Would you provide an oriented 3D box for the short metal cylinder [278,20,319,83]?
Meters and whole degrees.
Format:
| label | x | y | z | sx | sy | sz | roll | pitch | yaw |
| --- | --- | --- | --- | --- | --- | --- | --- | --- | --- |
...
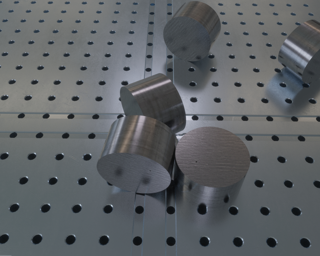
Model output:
| label | x | y | z | sx | sy | sz | roll | pitch | yaw |
| --- | --- | --- | --- | --- | --- | --- | --- | --- | --- |
| short metal cylinder | 0.229 | -0.115 | 0.470 | 0.081 | 0.080 | 0.050 | -23 | 54 | -19 |

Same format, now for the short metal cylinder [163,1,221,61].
| label | x | y | z | sx | sy | sz | roll | pitch | yaw |
| --- | --- | --- | --- | --- | --- | --- | --- | --- | --- |
| short metal cylinder | 0.052 | -0.156 | 0.503 | 0.080 | 0.080 | 0.050 | 20 | 53 | 15 |

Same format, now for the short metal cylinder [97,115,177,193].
| label | x | y | z | sx | sy | sz | roll | pitch | yaw |
| --- | --- | --- | --- | --- | --- | --- | --- | --- | --- |
| short metal cylinder | -0.024 | 0.031 | 0.346 | 0.080 | 0.080 | 0.050 | 8 | 51 | 6 |

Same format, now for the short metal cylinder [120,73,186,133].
| label | x | y | z | sx | sy | sz | roll | pitch | yaw |
| --- | --- | --- | --- | --- | --- | --- | --- | --- | --- |
| short metal cylinder | -0.010 | -0.023 | 0.391 | 0.050 | 0.080 | 0.080 | -24 | 54 | -19 |

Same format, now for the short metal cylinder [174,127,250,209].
| label | x | y | z | sx | sy | sz | roll | pitch | yaw |
| --- | --- | --- | --- | --- | --- | --- | --- | --- | --- |
| short metal cylinder | 0.057 | 0.045 | 0.354 | 0.081 | 0.050 | 0.080 | 0 | 50 | 0 |
